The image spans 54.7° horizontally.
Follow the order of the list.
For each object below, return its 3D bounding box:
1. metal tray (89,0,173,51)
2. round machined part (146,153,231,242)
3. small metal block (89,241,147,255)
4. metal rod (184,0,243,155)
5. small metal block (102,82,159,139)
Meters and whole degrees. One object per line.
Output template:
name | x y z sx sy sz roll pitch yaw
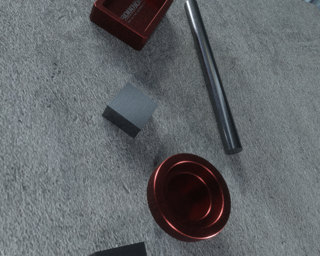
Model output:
metal tray | -0.041 -0.191 0.496 0.090 0.030 0.130 32 51 -8
round machined part | 0.029 0.082 0.360 0.099 0.042 0.098 14 56 -21
small metal block | -0.037 0.142 0.298 0.050 0.025 0.050 -1 62 -29
metal rod | 0.081 -0.098 0.509 0.025 0.025 0.299 4 60 -27
small metal block | -0.037 -0.023 0.399 0.050 0.025 0.050 37 51 -4
